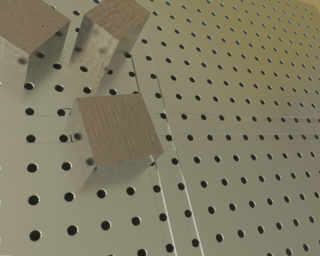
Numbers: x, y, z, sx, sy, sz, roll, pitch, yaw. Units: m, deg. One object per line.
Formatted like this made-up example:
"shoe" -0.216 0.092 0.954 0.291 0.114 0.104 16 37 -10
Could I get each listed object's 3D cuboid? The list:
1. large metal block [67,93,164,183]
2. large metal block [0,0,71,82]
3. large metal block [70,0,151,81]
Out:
"large metal block" -0.053 0.009 0.359 0.081 0.050 0.080 -8 66 -32
"large metal block" -0.169 -0.117 0.373 0.080 0.050 0.080 34 51 -7
"large metal block" -0.066 -0.123 0.413 0.050 0.080 0.080 37 51 -4
